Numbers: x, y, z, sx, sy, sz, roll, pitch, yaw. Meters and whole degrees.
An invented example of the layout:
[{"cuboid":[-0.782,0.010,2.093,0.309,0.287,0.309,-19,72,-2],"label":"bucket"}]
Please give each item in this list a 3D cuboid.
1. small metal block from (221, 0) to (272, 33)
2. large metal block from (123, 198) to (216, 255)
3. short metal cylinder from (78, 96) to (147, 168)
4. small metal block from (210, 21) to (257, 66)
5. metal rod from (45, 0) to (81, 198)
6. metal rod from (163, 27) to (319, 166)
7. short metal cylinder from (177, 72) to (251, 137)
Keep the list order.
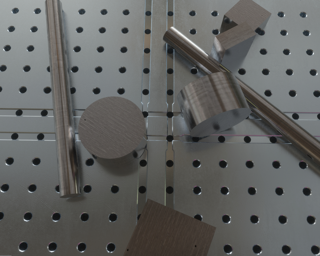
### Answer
[{"cuboid":[0.131,-0.165,0.473,0.050,0.025,0.050,42,75,13],"label":"small metal block"},{"cuboid":[0.008,0.135,0.349,0.080,0.050,0.080,22,71,7],"label":"large metal block"},{"cuboid":[-0.058,0.006,0.396,0.081,0.050,0.080,0,70,0],"label":"short metal cylinder"},{"cuboid":[0.103,-0.117,0.442,0.050,0.050,0.025,-29,73,-10],"label":"small metal block"},{"cuboid":[-0.138,-0.055,0.430,0.025,0.025,0.299,-10,70,-4],"label":"metal rod"},{"cuboid":[0.122,-0.043,0.428,0.300,0.025,0.025,42,75,13],"label":"metal rod"},{"cuboid":[0.067,-0.028,0.393,0.080,0.080,0.050,-17,71,-6],"label":"short metal cylinder"}]
